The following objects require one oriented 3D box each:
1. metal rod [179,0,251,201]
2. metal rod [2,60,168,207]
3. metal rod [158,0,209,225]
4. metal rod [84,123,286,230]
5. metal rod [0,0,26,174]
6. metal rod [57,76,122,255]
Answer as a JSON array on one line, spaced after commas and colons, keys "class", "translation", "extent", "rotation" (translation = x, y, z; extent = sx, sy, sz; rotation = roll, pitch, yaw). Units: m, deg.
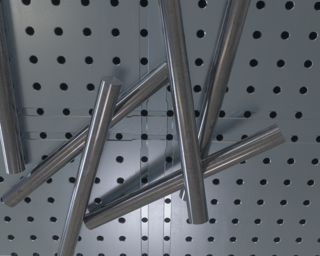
[{"class": "metal rod", "translation": [0.069, -0.037, 0.400], "extent": [0.025, 0.025, 0.298], "rotation": [10, 110, -4]}, {"class": "metal rod", "translation": [-0.102, 0.015, 0.417], "extent": [0.300, 0.025, 0.025], "rotation": [-38, 106, 12]}, {"class": "metal rod", "translation": [0.027, -0.031, 0.369], "extent": [0.025, 0.025, 0.298], "rotation": [-8, 98, 3]}, {"class": "metal rod", "translation": [0.020, 0.073, 0.417], "extent": [0.300, 0.025, 0.025], "rotation": [-28, 108, 18]}, {"class": "metal rod", "translation": [-0.199, -0.081, 0.381], "extent": [0.025, 0.025, 0.298], "rotation": [1, 110, 0]}, {"class": "metal rod", "translation": [-0.102, 0.071, 0.420], "extent": [0.025, 0.025, 0.298], "rotation": [17, 116, -6]}]
